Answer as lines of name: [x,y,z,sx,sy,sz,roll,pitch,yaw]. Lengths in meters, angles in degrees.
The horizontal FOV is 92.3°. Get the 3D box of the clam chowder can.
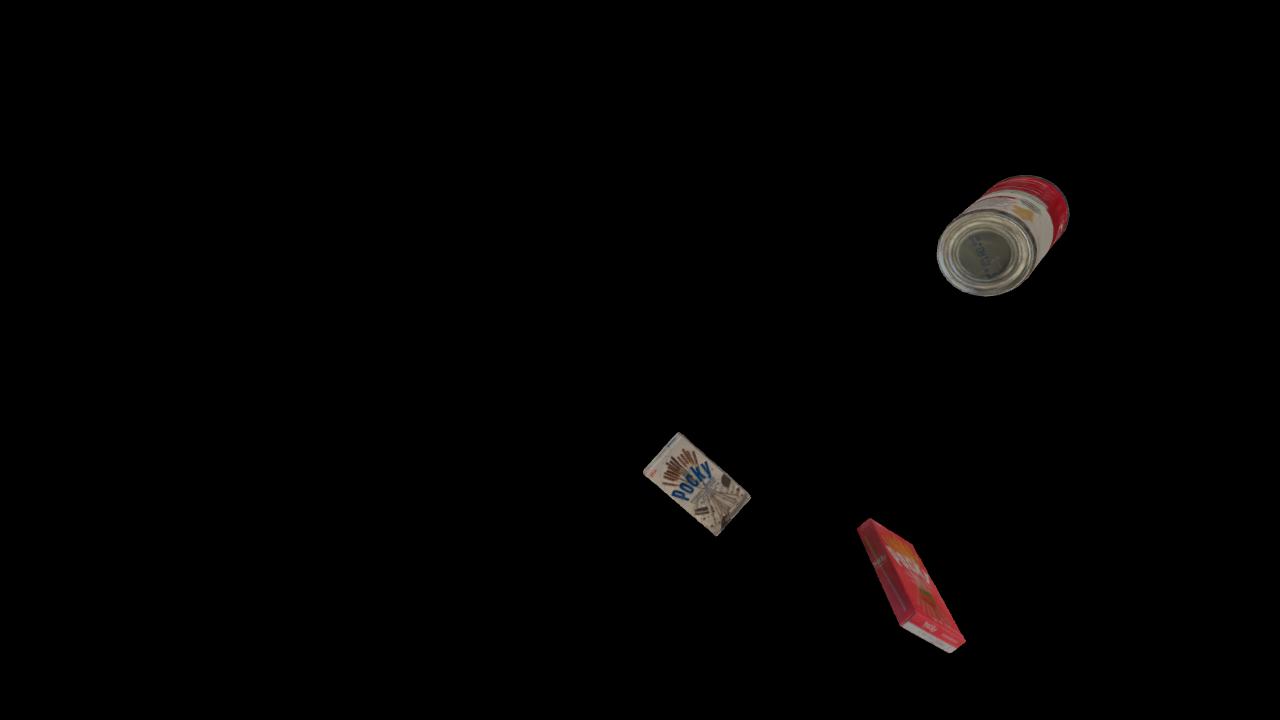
clam chowder can: [0.280,-0.097,0.475,0.068,0.068,0.102,0,25,47]

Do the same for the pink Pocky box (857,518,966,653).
pink Pocky box: [0.327,0.271,0.754,0.084,0.029,0.155,33,22,-16]

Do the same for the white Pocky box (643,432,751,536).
white Pocky box: [0.087,0.188,0.932,0.154,0.084,0.028,42,-1,-13]
